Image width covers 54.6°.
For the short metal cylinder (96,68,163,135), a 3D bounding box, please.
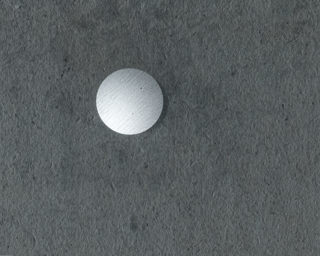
[{"bbox_3d":[-0.036,-0.032,0.397,0.080,0.050,0.080,0,90,0],"label":"short metal cylinder"}]
